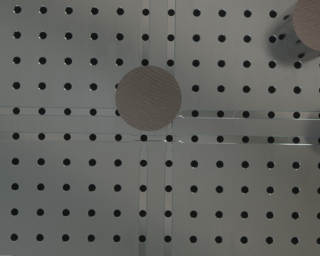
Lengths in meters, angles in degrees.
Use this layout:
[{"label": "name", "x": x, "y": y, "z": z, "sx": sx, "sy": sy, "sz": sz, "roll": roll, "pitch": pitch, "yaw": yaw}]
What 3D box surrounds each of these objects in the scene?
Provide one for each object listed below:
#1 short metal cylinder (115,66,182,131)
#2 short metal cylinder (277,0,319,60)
[{"label": "short metal cylinder", "x": -0.014, "y": -0.036, "z": 0.401, "sx": 0.081, "sy": 0.050, "sz": 0.079, "roll": 0, "pitch": 90, "yaw": 0}, {"label": "short metal cylinder", "x": 0.202, "y": -0.133, "z": 0.402, "sx": 0.081, "sy": 0.050, "sz": 0.079, "roll": 0, "pitch": 90, "yaw": 0}]
